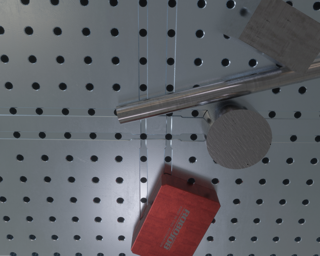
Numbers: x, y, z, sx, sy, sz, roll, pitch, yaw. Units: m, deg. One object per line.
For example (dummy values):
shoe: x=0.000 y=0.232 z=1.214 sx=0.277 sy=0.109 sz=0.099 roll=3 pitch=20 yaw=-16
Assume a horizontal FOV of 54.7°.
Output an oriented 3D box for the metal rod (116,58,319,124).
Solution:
metal rod: x=0.093 y=-0.051 z=0.395 sx=0.301 sy=0.025 sz=0.025 roll=-13 pitch=110 yaw=4

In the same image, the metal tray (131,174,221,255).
metal tray: x=0.021 y=0.141 z=0.463 sx=0.090 sy=0.030 sz=0.129 roll=21 pitch=109 yaw=-8

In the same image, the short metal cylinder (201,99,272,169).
short metal cylinder: x=0.097 y=0.007 z=0.404 sx=0.081 sy=0.050 sz=0.079 roll=0 pitch=110 yaw=0

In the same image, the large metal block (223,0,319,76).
large metal block: x=0.126 y=-0.106 z=0.346 sx=0.080 sy=0.080 sz=0.050 roll=26 pitch=108 yaw=-9
